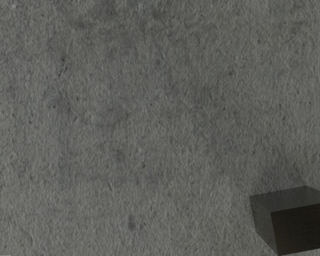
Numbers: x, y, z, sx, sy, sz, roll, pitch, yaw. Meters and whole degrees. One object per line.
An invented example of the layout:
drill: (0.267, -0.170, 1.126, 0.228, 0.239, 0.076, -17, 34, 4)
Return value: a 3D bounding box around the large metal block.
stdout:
large metal block: (0.167, 0.111, 0.385, 0.080, 0.080, 0.050, -10, 90, 0)
